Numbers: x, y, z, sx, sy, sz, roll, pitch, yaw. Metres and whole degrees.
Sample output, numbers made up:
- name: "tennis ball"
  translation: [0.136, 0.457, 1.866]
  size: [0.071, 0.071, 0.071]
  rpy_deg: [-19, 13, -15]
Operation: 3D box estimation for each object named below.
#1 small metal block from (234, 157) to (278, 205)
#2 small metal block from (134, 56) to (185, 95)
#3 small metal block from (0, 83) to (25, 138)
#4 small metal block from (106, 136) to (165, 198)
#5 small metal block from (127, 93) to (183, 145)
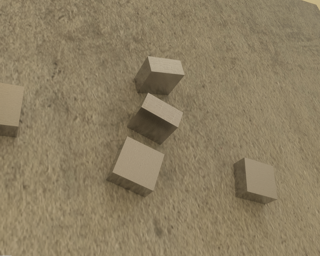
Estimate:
- name: "small metal block"
  translation: [0.133, 0.074, 0.432]
  size: [0.050, 0.025, 0.050]
  rpy_deg: [18, 55, -19]
- name: "small metal block"
  translation: [-0.002, -0.072, 0.432]
  size: [0.050, 0.050, 0.025]
  rpy_deg: [1, 62, -28]
- name: "small metal block"
  translation: [-0.173, -0.021, 0.324]
  size: [0.050, 0.025, 0.050]
  rpy_deg: [8, 58, -24]
- name: "small metal block"
  translation: [-0.028, 0.045, 0.362]
  size: [0.050, 0.025, 0.050]
  rpy_deg: [27, 52, -12]
- name: "small metal block"
  translation: [-0.007, -0.010, 0.392]
  size: [0.050, 0.050, 0.025]
  rpy_deg: [29, 52, -10]
